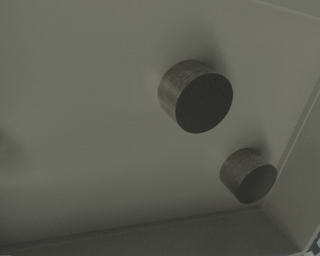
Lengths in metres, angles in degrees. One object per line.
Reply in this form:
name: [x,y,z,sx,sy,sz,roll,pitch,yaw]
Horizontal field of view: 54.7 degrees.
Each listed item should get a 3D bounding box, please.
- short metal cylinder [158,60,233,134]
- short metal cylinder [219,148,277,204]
short metal cylinder: [0.044,-0.040,0.392,0.081,0.050,0.079,-14,124,-21]
short metal cylinder: [0.149,0.081,0.523,0.081,0.050,0.079,-14,124,-21]
